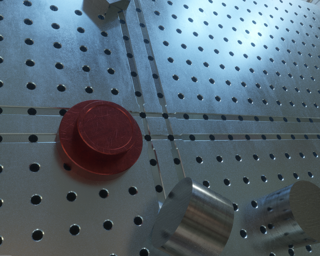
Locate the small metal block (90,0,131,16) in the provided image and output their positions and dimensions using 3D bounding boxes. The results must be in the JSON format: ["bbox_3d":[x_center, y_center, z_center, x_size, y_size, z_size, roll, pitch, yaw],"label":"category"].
[{"bbox_3d":[-0.082,-0.211,0.493,0.050,0.025,0.050,48,51,5],"label":"small metal block"}]

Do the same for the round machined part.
[{"bbox_3d":[-0.065,0.007,0.358,0.099,0.042,0.098,14,56,-21],"label":"round machined part"}]

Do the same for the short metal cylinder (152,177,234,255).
[{"bbox_3d":[0.033,0.100,0.330,0.050,0.080,0.080,31,52,-9],"label":"short metal cylinder"}]

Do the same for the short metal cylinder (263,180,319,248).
[{"bbox_3d":[0.190,0.118,0.422,0.081,0.050,0.080,14,56,-21],"label":"short metal cylinder"}]
